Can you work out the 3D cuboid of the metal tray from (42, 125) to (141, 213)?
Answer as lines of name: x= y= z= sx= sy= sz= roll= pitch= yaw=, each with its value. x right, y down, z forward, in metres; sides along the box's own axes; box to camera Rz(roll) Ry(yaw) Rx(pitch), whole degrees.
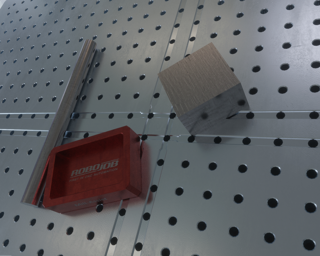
metal tray: x=-0.091 y=0.057 z=0.417 sx=0.130 sy=0.030 sz=0.090 roll=-16 pitch=55 yaw=18

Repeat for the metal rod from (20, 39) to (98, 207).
metal rod: x=-0.156 y=-0.023 z=0.504 sx=0.025 sy=0.025 sz=0.300 roll=-2 pitch=61 yaw=27

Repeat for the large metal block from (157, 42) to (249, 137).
large metal block: x=0.054 y=-0.049 z=0.394 sx=0.080 sy=0.050 sz=0.080 roll=-29 pitch=52 yaw=9
